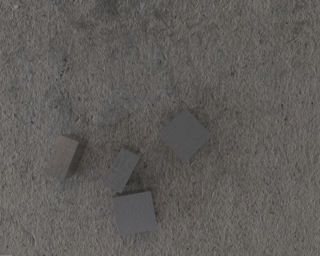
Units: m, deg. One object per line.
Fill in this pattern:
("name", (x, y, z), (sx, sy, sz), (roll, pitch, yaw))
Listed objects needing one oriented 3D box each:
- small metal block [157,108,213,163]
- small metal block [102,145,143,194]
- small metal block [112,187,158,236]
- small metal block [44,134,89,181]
("small metal block", (0.032, 0.009, 0.410), (0.050, 0.025, 0.050), (-44, 90, 0))
("small metal block", (-0.046, 0.051, 0.397), (0.025, 0.050, 0.050), (28, 90, 0))
("small metal block", (-0.032, 0.110, 0.410), (0.050, 0.025, 0.050), (-10, 90, 0))
("small metal block", (-0.118, 0.035, 0.396), (0.025, 0.050, 0.050), (21, 90, 0))
